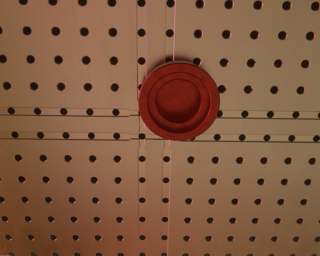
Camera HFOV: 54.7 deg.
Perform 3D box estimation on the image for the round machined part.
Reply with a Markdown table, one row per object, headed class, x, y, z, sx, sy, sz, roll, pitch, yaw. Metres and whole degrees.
| class | x | y | z | sx | sy | sz | roll | pitch | yaw |
| --- | --- | --- | --- | --- | --- | --- | --- | --- | --- |
| round machined part | 0.023 | -0.037 | 0.391 | 0.099 | 0.042 | 0.097 | 0 | 110 | -1 |
